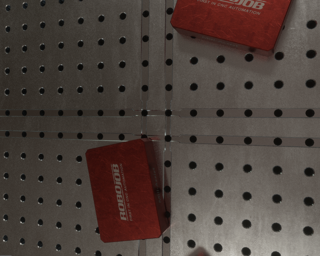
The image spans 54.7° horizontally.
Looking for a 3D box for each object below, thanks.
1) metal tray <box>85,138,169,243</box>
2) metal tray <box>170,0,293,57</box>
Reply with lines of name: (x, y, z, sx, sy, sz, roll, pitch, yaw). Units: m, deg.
metal tray: (-0.046, 0.085, 0.425, 0.090, 0.030, 0.129, -12, 86, 19)
metal tray: (0.088, -0.149, 0.379, 0.130, 0.030, 0.089, 21, 97, 18)
